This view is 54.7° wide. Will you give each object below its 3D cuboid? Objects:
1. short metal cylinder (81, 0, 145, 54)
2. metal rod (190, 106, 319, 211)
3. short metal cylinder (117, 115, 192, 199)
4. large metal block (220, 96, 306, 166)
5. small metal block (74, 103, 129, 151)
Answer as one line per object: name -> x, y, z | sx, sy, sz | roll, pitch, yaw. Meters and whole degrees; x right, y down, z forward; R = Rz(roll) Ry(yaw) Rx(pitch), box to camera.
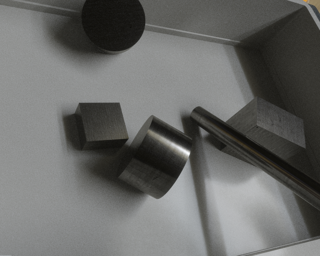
short metal cylinder -> -0.063, -0.142, 0.418 | 0.081, 0.050, 0.079 | -2, 99, -11
metal rod -> 0.145, 0.052, 0.358 | 0.025, 0.025, 0.300 | -17, 40, -35
short metal cylinder -> -0.007, 0.032, 0.348 | 0.050, 0.080, 0.080 | 31, 52, -9
large metal block -> 0.145, 0.011, 0.444 | 0.080, 0.080, 0.050 | 24, 53, -14
small metal block -> -0.070, -0.003, 0.370 | 0.050, 0.025, 0.050 | -3, 63, -30
